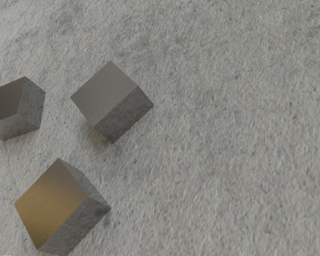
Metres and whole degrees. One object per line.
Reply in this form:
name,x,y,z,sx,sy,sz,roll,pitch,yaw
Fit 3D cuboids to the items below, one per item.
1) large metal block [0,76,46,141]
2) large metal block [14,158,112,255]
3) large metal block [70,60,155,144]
large metal block,-0.253,-0.033,0.538,0.080,0.050,0.080,-17,55,18
large metal block,-0.123,0.098,0.390,0.080,0.050,0.080,-47,52,-5
large metal block,-0.069,-0.039,0.446,0.080,0.050,0.080,-43,51,-2
